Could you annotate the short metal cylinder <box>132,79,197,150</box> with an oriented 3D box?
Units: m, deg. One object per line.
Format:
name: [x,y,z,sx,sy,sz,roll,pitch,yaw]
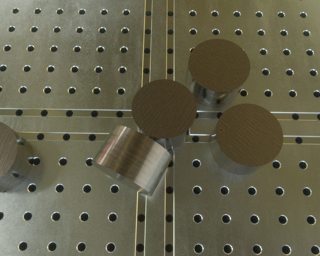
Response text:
short metal cylinder: [0.005,-0.016,0.404,0.081,0.050,0.080,0,70,0]

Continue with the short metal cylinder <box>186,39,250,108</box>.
short metal cylinder: [0.077,-0.074,0.426,0.081,0.050,0.080,0,70,0]

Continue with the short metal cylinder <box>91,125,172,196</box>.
short metal cylinder: [-0.033,0.039,0.368,0.080,0.080,0.050,26,72,9]

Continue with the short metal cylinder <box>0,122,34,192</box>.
short metal cylinder: [-0.207,0.036,0.384,0.081,0.050,0.080,0,70,0]

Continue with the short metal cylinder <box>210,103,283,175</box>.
short metal cylinder: [0.107,0.015,0.393,0.081,0.050,0.080,0,70,0]
